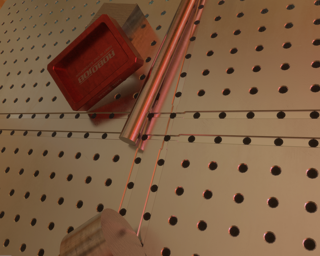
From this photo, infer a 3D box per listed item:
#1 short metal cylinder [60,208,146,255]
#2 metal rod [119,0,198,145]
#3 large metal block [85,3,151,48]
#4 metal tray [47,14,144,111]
[{"bbox_3d":[-0.056,0.132,0.322,0.050,0.080,0.080,-35,51,5],"label":"short metal cylinder"},{"bbox_3d":[0.009,-0.113,0.472,0.025,0.025,0.300,9,66,32],"label":"metal rod"},{"bbox_3d":[-0.076,-0.167,0.535,0.080,0.050,0.080,18,71,35],"label":"large metal block"},{"bbox_3d":[-0.101,-0.097,0.476,0.130,0.030,0.090,-36,82,17],"label":"metal tray"}]
